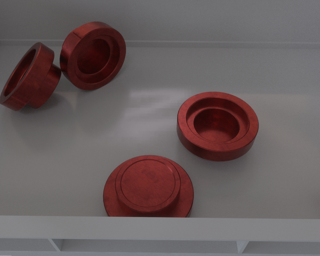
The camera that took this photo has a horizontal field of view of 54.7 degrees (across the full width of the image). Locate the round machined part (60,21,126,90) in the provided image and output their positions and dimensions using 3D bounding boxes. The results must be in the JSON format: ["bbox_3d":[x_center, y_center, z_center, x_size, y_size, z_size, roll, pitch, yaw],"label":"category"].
[{"bbox_3d":[-0.101,-0.107,0.447,0.099,0.097,0.042,-35,58,-26],"label":"round machined part"}]

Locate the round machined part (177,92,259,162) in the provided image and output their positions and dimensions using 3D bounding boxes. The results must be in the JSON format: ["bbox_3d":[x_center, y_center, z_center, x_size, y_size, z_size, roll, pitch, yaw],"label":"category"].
[{"bbox_3d":[0.070,0.002,0.392,0.099,0.042,0.098,0,50,0],"label":"round machined part"}]

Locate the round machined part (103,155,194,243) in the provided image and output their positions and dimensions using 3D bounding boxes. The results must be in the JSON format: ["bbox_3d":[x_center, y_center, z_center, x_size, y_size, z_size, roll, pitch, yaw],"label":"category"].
[{"bbox_3d":[-0.012,0.069,0.336,0.099,0.042,0.098,0,50,0],"label":"round machined part"}]

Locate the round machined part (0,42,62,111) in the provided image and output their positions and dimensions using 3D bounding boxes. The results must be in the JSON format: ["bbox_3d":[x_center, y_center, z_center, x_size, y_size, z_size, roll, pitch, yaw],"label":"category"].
[{"bbox_3d":[-0.173,-0.065,0.426,0.098,0.042,0.098,-30,43,33],"label":"round machined part"}]
